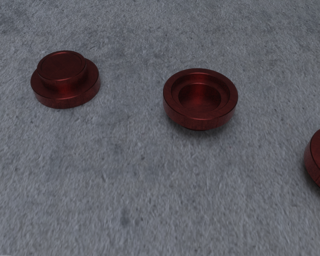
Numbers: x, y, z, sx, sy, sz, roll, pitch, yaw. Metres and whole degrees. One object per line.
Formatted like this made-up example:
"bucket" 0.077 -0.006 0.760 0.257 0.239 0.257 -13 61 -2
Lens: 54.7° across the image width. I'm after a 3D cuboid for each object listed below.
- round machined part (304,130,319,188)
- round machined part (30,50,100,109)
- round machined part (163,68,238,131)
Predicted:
"round machined part" 0.216 0.045 0.357 0.099 0.042 0.098 0 50 0
"round machined part" -0.140 -0.077 0.455 0.099 0.042 0.098 0 50 0
"round machined part" 0.053 -0.034 0.422 0.099 0.042 0.098 0 50 0
